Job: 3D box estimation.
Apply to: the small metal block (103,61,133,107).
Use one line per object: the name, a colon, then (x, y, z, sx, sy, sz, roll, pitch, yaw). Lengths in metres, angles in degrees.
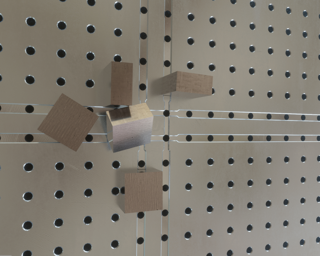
small metal block: (-0.053, -0.051, 0.381, 0.025, 0.050, 0.050, 1, 90, -20)

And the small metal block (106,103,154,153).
small metal block: (-0.038, 0.000, 0.384, 0.050, 0.050, 0.025, -15, 51, -20)

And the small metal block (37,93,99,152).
small metal block: (-0.110, -0.006, 0.372, 0.050, 0.025, 0.050, 34, 79, -17)

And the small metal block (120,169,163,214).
small metal block: (-0.024, 0.081, 0.405, 0.050, 0.025, 0.050, 0, 90, -21)

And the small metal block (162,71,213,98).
small metal block: (0.035, -0.056, 0.414, 0.050, 0.050, 0.025, 4, 89, -20)
